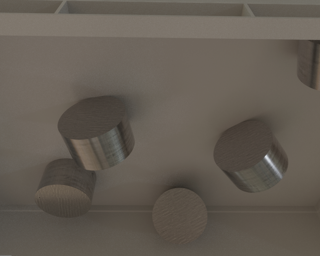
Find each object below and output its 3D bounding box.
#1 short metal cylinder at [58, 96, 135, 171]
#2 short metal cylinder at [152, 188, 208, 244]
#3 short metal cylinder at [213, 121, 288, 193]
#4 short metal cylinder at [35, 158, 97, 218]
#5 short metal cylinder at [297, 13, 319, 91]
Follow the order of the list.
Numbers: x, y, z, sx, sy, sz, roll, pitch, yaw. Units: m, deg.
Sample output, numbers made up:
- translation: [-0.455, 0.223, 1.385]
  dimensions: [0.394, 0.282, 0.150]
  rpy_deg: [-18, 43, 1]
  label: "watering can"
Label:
- translation: [-0.075, 0.005, 0.376]
  dimensions: [0.080, 0.080, 0.050]
  rpy_deg: [-7, 130, 6]
  label: "short metal cylinder"
- translation: [0.031, 0.132, 0.477]
  dimensions: [0.080, 0.080, 0.050]
  rpy_deg: [-4, 170, 3]
  label: "short metal cylinder"
- translation: [0.118, 0.037, 0.405]
  dimensions: [0.080, 0.080, 0.050]
  rpy_deg: [-29, 125, 22]
  label: "short metal cylinder"
- translation: [-0.141, 0.092, 0.469]
  dimensions: [0.081, 0.050, 0.079]
  rpy_deg: [0, 130, 0]
  label: "short metal cylinder"
- translation: [0.181, -0.078, 0.308]
  dimensions: [0.080, 0.080, 0.050]
  rpy_deg: [-10, 130, 8]
  label: "short metal cylinder"
